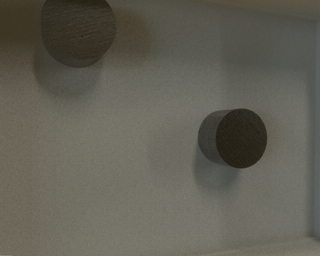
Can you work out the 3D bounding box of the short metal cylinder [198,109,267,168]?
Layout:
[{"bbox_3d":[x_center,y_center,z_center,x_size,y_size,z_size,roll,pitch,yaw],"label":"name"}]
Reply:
[{"bbox_3d":[0.101,0.014,0.434,0.081,0.050,0.080,0,90,-20],"label":"short metal cylinder"}]

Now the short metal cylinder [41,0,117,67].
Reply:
[{"bbox_3d":[-0.096,-0.115,0.362,0.081,0.050,0.080,0,90,-20],"label":"short metal cylinder"}]
